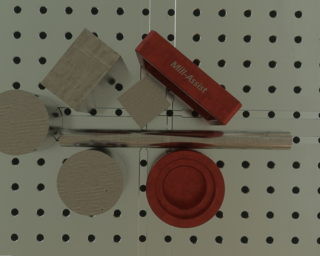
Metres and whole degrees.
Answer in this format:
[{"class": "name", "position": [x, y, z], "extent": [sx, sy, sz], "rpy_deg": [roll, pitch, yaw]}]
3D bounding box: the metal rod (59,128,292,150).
[{"class": "metal rod", "position": [0.021, 0.015, 0.413], "extent": [0.302, 0.025, 0.025], "rpy_deg": [1, 90, 0]}]

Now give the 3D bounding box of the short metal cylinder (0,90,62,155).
[{"class": "short metal cylinder", "position": [-0.174, -0.007, 0.399], "extent": [0.081, 0.050, 0.080], "rpy_deg": [0, 90, 0]}]

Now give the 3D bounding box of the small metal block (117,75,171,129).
[{"class": "small metal block", "position": [-0.021, -0.034, 0.413], "extent": [0.050, 0.025, 0.050], "rpy_deg": [-39, 90, 0]}]

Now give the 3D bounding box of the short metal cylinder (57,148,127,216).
[{"class": "short metal cylinder", "position": [-0.085, 0.066, 0.400], "extent": [0.081, 0.050, 0.080], "rpy_deg": [0, 90, 0]}]

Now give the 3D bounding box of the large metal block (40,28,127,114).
[{"class": "large metal block", "position": [-0.089, -0.066, 0.385], "extent": [0.050, 0.080, 0.080], "rpy_deg": [39, 90, -1]}]

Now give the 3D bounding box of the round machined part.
[{"class": "round machined part", "position": [0.032, 0.076, 0.405], "extent": [0.099, 0.042, 0.097], "rpy_deg": [0, 90, 0]}]

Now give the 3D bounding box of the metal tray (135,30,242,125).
[{"class": "metal tray", "position": [0.032, -0.056, 0.380], "extent": [0.130, 0.090, 0.030], "rpy_deg": [40, 90, 0]}]
